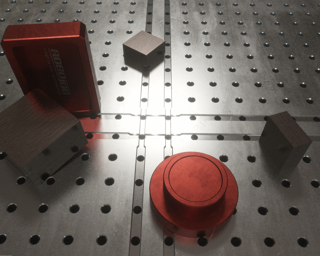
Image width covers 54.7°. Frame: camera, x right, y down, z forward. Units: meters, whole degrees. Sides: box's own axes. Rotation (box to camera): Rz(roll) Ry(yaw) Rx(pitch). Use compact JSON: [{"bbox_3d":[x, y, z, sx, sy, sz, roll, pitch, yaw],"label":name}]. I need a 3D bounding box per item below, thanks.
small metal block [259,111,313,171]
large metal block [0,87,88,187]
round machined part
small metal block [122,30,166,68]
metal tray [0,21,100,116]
[{"bbox_3d":[0.152,0.016,0.380,0.025,0.050,0.050,-15,52,-13],"label":"small metal block"},{"bbox_3d":[-0.149,0.009,0.375,0.080,0.050,0.080,35,62,21],"label":"large metal block"},{"bbox_3d":[0.037,0.065,0.342,0.099,0.042,0.098,0,50,0],"label":"round machined part"},{"bbox_3d":[-0.026,-0.134,0.520,0.050,0.025,0.050,31,56,23],"label":"small metal block"},{"bbox_3d":[-0.130,-0.068,0.395,0.091,0.129,0.030,-5,51,-5],"label":"metal tray"}]
